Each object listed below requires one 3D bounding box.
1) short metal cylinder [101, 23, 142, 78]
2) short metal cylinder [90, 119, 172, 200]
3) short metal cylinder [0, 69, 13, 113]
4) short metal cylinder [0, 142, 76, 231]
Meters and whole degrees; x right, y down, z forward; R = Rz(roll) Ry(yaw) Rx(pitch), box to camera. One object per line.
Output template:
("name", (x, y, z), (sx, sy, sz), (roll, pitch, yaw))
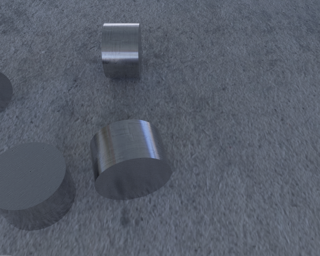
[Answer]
("short metal cylinder", (-0.055, -0.115, 0.464), (0.050, 0.080, 0.080), (0, 50, 0))
("short metal cylinder", (-0.033, 0.036, 0.337), (0.081, 0.080, 0.050), (-11, 51, -9))
("short metal cylinder", (-0.248, -0.055, 0.411), (0.080, 0.080, 0.050), (-34, 58, -26))
("short metal cylinder", (-0.137, 0.062, 0.333), (0.081, 0.050, 0.080), (0, 50, 0))
